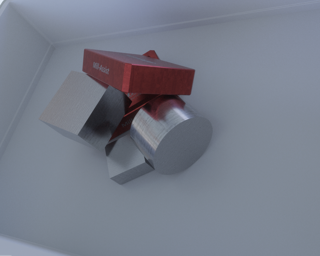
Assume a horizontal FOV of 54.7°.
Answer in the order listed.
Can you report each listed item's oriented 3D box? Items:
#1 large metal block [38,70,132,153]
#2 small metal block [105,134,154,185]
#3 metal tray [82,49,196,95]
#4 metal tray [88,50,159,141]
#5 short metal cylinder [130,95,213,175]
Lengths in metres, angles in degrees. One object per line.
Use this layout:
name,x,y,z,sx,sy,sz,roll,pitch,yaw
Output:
large metal block,-0.098,-0.024,0.411,0.080,0.050,0.080,18,71,34
small metal block,-0.040,0.038,0.400,0.050,0.025,0.050,-26,53,12
metal tray,-0.031,-0.071,0.383,0.130,0.091,0.030,31,117,52
metal tray,-0.046,-0.047,0.451,0.130,0.030,0.090,-30,52,8
short metal cylinder,0.013,0.007,0.357,0.080,0.080,0.050,-43,51,-2
